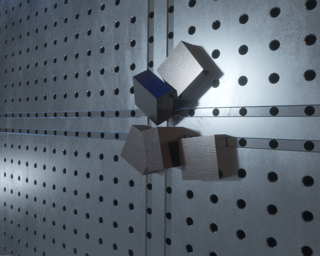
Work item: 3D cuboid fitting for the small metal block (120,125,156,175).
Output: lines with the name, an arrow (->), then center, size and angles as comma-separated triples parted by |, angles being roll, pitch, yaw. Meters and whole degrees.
small metal block -> -0.023, 0.029, 0.429 | 0.050, 0.025, 0.050 | 35, 112, 34

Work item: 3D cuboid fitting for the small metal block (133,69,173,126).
small metal block -> -0.009, -0.039, 0.402 | 0.050, 0.025, 0.050 | 45, 153, 31

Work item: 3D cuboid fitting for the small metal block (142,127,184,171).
small metal block -> 0.007, 0.025, 0.388 | 0.025, 0.050, 0.050 | -15, 81, 39

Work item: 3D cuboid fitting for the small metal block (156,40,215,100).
small metal block -> 0.031, -0.071, 0.385 | 0.050, 0.025, 0.050 | -46, 62, 30

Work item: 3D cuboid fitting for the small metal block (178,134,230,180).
small metal block -> 0.052, 0.035, 0.368 | 0.050, 0.025, 0.050 | -9, 84, 39
